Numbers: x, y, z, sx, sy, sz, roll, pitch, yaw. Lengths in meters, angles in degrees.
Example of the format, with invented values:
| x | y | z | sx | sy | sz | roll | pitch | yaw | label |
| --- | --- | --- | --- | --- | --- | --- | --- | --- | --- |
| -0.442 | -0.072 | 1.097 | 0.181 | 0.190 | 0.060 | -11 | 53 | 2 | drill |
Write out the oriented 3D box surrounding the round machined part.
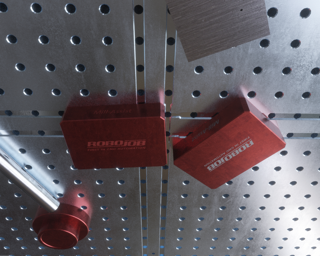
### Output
| x | y | z | sx | sy | sz | roll | pitch | yaw | label |
| --- | --- | --- | --- | --- | --- | --- | --- | --- | --- |
| -0.177 | 0.181 | 0.552 | 0.099 | 0.042 | 0.097 | -1 | 130 | 0 | round machined part |

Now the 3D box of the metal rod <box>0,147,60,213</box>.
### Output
| x | y | z | sx | sy | sz | roll | pitch | yaw | label |
| --- | --- | --- | --- | --- | --- | --- | --- | --- | --- |
| -0.241 | 0.028 | 0.431 | 0.025 | 0.025 | 0.299 | -19 | 128 | 15 | metal rod |

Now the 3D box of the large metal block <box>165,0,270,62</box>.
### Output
| x | y | z | sx | sy | sz | roll | pitch | yaw | label |
| --- | --- | --- | --- | --- | --- | --- | --- | --- | --- |
| 0.051 | -0.121 | 0.293 | 0.080 | 0.050 | 0.080 | -17 | 129 | 13 | large metal block |

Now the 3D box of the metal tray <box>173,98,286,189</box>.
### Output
| x | y | z | sx | sy | sz | roll | pitch | yaw | label |
| --- | --- | --- | --- | --- | --- | --- | --- | --- | --- |
| 0.093 | 0.027 | 0.433 | 0.090 | 0.030 | 0.130 | 36 | 121 | -27 | metal tray |

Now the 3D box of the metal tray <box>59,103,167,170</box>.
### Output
| x | y | z | sx | sy | sz | roll | pitch | yaw | label |
| --- | --- | --- | --- | --- | --- | --- | --- | --- | --- |
| -0.057 | 0.013 | 0.419 | 0.131 | 0.030 | 0.089 | -3 | 130 | 1 | metal tray |
